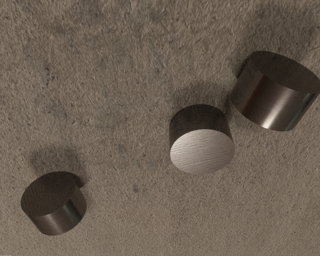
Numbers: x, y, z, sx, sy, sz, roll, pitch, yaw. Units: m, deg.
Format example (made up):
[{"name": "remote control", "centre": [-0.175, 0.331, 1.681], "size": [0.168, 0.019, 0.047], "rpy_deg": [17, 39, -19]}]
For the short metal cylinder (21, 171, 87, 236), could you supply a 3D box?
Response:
[{"name": "short metal cylinder", "centre": [-0.157, 0.112, 0.464], "size": [0.080, 0.080, 0.050], "rpy_deg": [-8, 130, 6]}]

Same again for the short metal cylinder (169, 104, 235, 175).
[{"name": "short metal cylinder", "centre": [0.053, 0.016, 0.405], "size": [0.081, 0.050, 0.079], "rpy_deg": [0, 130, 0]}]

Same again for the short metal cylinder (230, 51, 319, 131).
[{"name": "short metal cylinder", "centre": [0.125, -0.042, 0.338], "size": [0.081, 0.080, 0.050], "rpy_deg": [12, 129, -11]}]
